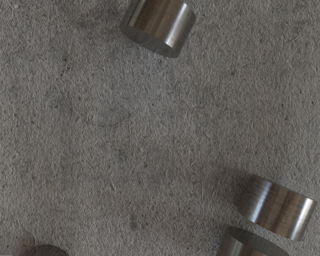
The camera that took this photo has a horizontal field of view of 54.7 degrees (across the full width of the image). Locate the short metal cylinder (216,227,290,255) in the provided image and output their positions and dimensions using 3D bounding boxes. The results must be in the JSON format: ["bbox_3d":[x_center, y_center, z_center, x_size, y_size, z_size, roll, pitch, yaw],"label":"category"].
[{"bbox_3d":[0.112,0.165,0.383,0.080,0.080,0.050,20,90,0],"label":"short metal cylinder"}]

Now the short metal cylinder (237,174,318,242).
[{"bbox_3d":[0.144,0.096,0.383,0.080,0.080,0.050,23,90,0],"label":"short metal cylinder"}]

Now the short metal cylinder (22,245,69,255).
[{"bbox_3d":[-0.155,0.199,0.396,0.081,0.050,0.080,0,90,0],"label":"short metal cylinder"}]

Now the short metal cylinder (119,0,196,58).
[{"bbox_3d":[-0.003,-0.128,0.382,0.080,0.080,0.050,26,90,0],"label":"short metal cylinder"}]
